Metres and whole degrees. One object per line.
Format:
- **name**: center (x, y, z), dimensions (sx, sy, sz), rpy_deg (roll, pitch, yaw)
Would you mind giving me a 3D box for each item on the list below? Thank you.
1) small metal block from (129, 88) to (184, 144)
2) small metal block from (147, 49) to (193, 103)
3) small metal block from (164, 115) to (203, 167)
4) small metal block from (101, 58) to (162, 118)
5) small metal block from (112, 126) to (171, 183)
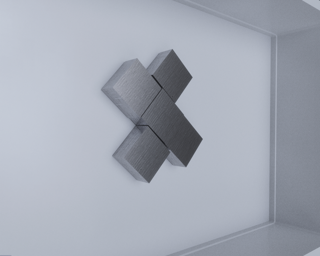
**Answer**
- **small metal block**: center (-0.003, -0.015, 0.400), dimensions (0.050, 0.025, 0.050), rpy_deg (49, 61, -29)
- **small metal block**: center (0.010, -0.067, 0.411), dimensions (0.050, 0.025, 0.050), rpy_deg (49, 60, -29)
- **small metal block**: center (0.026, 0.018, 0.425), dimensions (0.050, 0.025, 0.050), rpy_deg (49, 61, -29)
- **small metal block**: center (-0.033, -0.047, 0.376), dimensions (0.050, 0.025, 0.050), rpy_deg (49, 61, -29)
- **small metal block**: center (-0.022, 0.032, 0.386), dimensions (0.050, 0.025, 0.050), rpy_deg (50, 61, -28)
